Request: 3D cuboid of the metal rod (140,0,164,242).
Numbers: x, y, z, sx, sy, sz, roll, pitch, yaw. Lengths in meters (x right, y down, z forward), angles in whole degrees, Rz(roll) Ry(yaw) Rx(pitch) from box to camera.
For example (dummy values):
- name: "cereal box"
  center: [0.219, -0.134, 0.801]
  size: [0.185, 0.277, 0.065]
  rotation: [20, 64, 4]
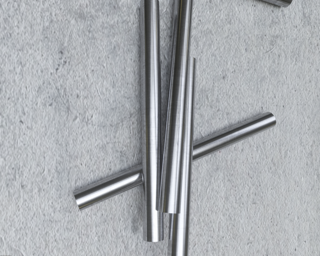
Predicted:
- name: "metal rod"
  center: [-0.010, -0.016, 0.386]
  size: [0.025, 0.025, 0.298]
  rotation: [1, 83, -20]

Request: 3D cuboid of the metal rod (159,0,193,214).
- name: "metal rod"
  center: [0.023, -0.048, 0.388]
  size: [0.025, 0.025, 0.299]
  rotation: [9, 76, -20]

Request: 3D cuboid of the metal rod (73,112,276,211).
- name: "metal rod"
  center: [0.033, 0.038, 0.421]
  size: [0.302, 0.025, 0.025]
  rotation: [-21, 97, -19]

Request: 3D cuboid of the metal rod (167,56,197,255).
- name: "metal rod"
  center: [0.028, 0.053, 0.388]
  size: [0.025, 0.025, 0.299]
  rotation: [9, 76, -20]

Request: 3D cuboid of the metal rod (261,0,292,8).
- name: "metal rod"
  center: [0.058, -0.219, 0.429]
  size: [0.302, 0.025, 0.025]
  rotation: [8, 88, -20]
